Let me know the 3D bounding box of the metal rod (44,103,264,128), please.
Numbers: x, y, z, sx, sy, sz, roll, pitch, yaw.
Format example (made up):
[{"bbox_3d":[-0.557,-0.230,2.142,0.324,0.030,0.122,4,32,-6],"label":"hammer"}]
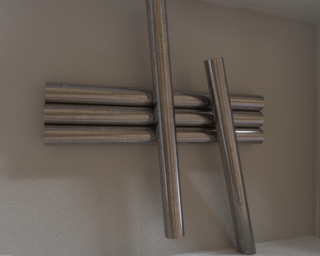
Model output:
[{"bbox_3d":[0.007,-0.015,0.413,0.303,0.025,0.025,1,90,-21],"label":"metal rod"}]

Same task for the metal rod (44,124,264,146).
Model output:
[{"bbox_3d":[0.007,0.010,0.413,0.303,0.025,0.025,1,90,-21],"label":"metal rod"}]

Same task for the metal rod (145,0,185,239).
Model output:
[{"bbox_3d":[0.007,-0.013,0.386,0.025,0.025,0.298,-5,92,-20],"label":"metal rod"}]

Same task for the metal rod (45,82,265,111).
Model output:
[{"bbox_3d":[0.008,-0.040,0.413,0.303,0.025,0.025,1,90,-21],"label":"metal rod"}]

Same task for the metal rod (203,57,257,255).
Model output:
[{"bbox_3d":[0.100,0.054,0.426,0.025,0.025,0.298,-17,103,-20],"label":"metal rod"}]
